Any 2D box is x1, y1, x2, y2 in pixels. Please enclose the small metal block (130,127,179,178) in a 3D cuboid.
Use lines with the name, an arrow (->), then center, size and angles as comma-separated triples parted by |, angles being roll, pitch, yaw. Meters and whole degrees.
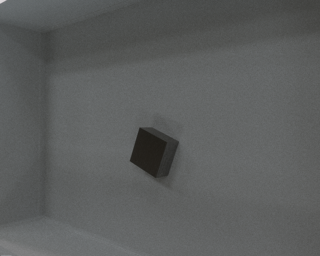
small metal block -> -0.008, 0.031, 0.412 | 0.050, 0.025, 0.050 | 27, 107, 36
